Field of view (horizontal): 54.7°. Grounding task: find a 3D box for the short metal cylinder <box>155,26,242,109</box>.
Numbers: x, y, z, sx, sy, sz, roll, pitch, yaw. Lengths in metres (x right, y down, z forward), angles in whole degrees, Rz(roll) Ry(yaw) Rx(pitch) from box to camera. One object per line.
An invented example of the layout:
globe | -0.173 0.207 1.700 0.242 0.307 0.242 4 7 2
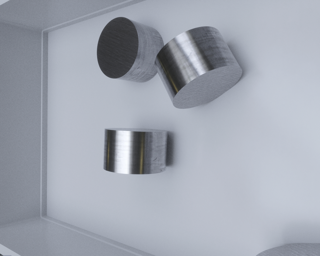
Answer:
short metal cylinder | 0.041 -0.063 0.337 0.080 0.081 0.050 -37 68 34

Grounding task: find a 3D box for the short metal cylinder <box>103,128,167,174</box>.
short metal cylinder | -0.031 0.027 0.397 0.080 0.081 0.050 4 93 40

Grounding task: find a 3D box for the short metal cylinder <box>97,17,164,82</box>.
short metal cylinder | -0.041 -0.105 0.424 0.080 0.050 0.080 0 90 40

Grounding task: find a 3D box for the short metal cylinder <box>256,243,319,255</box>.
short metal cylinder | 0.127 0.136 0.266 0.080 0.081 0.050 -17 79 39
